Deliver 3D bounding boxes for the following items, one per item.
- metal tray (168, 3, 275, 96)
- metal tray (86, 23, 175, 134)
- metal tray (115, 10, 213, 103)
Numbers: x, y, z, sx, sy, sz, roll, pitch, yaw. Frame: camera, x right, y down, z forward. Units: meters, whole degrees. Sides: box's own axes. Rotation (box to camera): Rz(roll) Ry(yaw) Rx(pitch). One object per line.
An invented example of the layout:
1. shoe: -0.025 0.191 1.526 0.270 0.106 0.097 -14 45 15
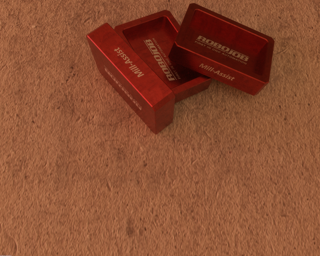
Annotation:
1. metal tray: 0.086 -0.108 0.421 0.131 0.030 0.090 22 58 -5
2. metal tray: -0.036 -0.060 0.394 0.030 0.090 0.130 -39 75 -13
3. metal tray: 0.003 -0.098 0.434 0.091 0.030 0.130 -25 72 -18
